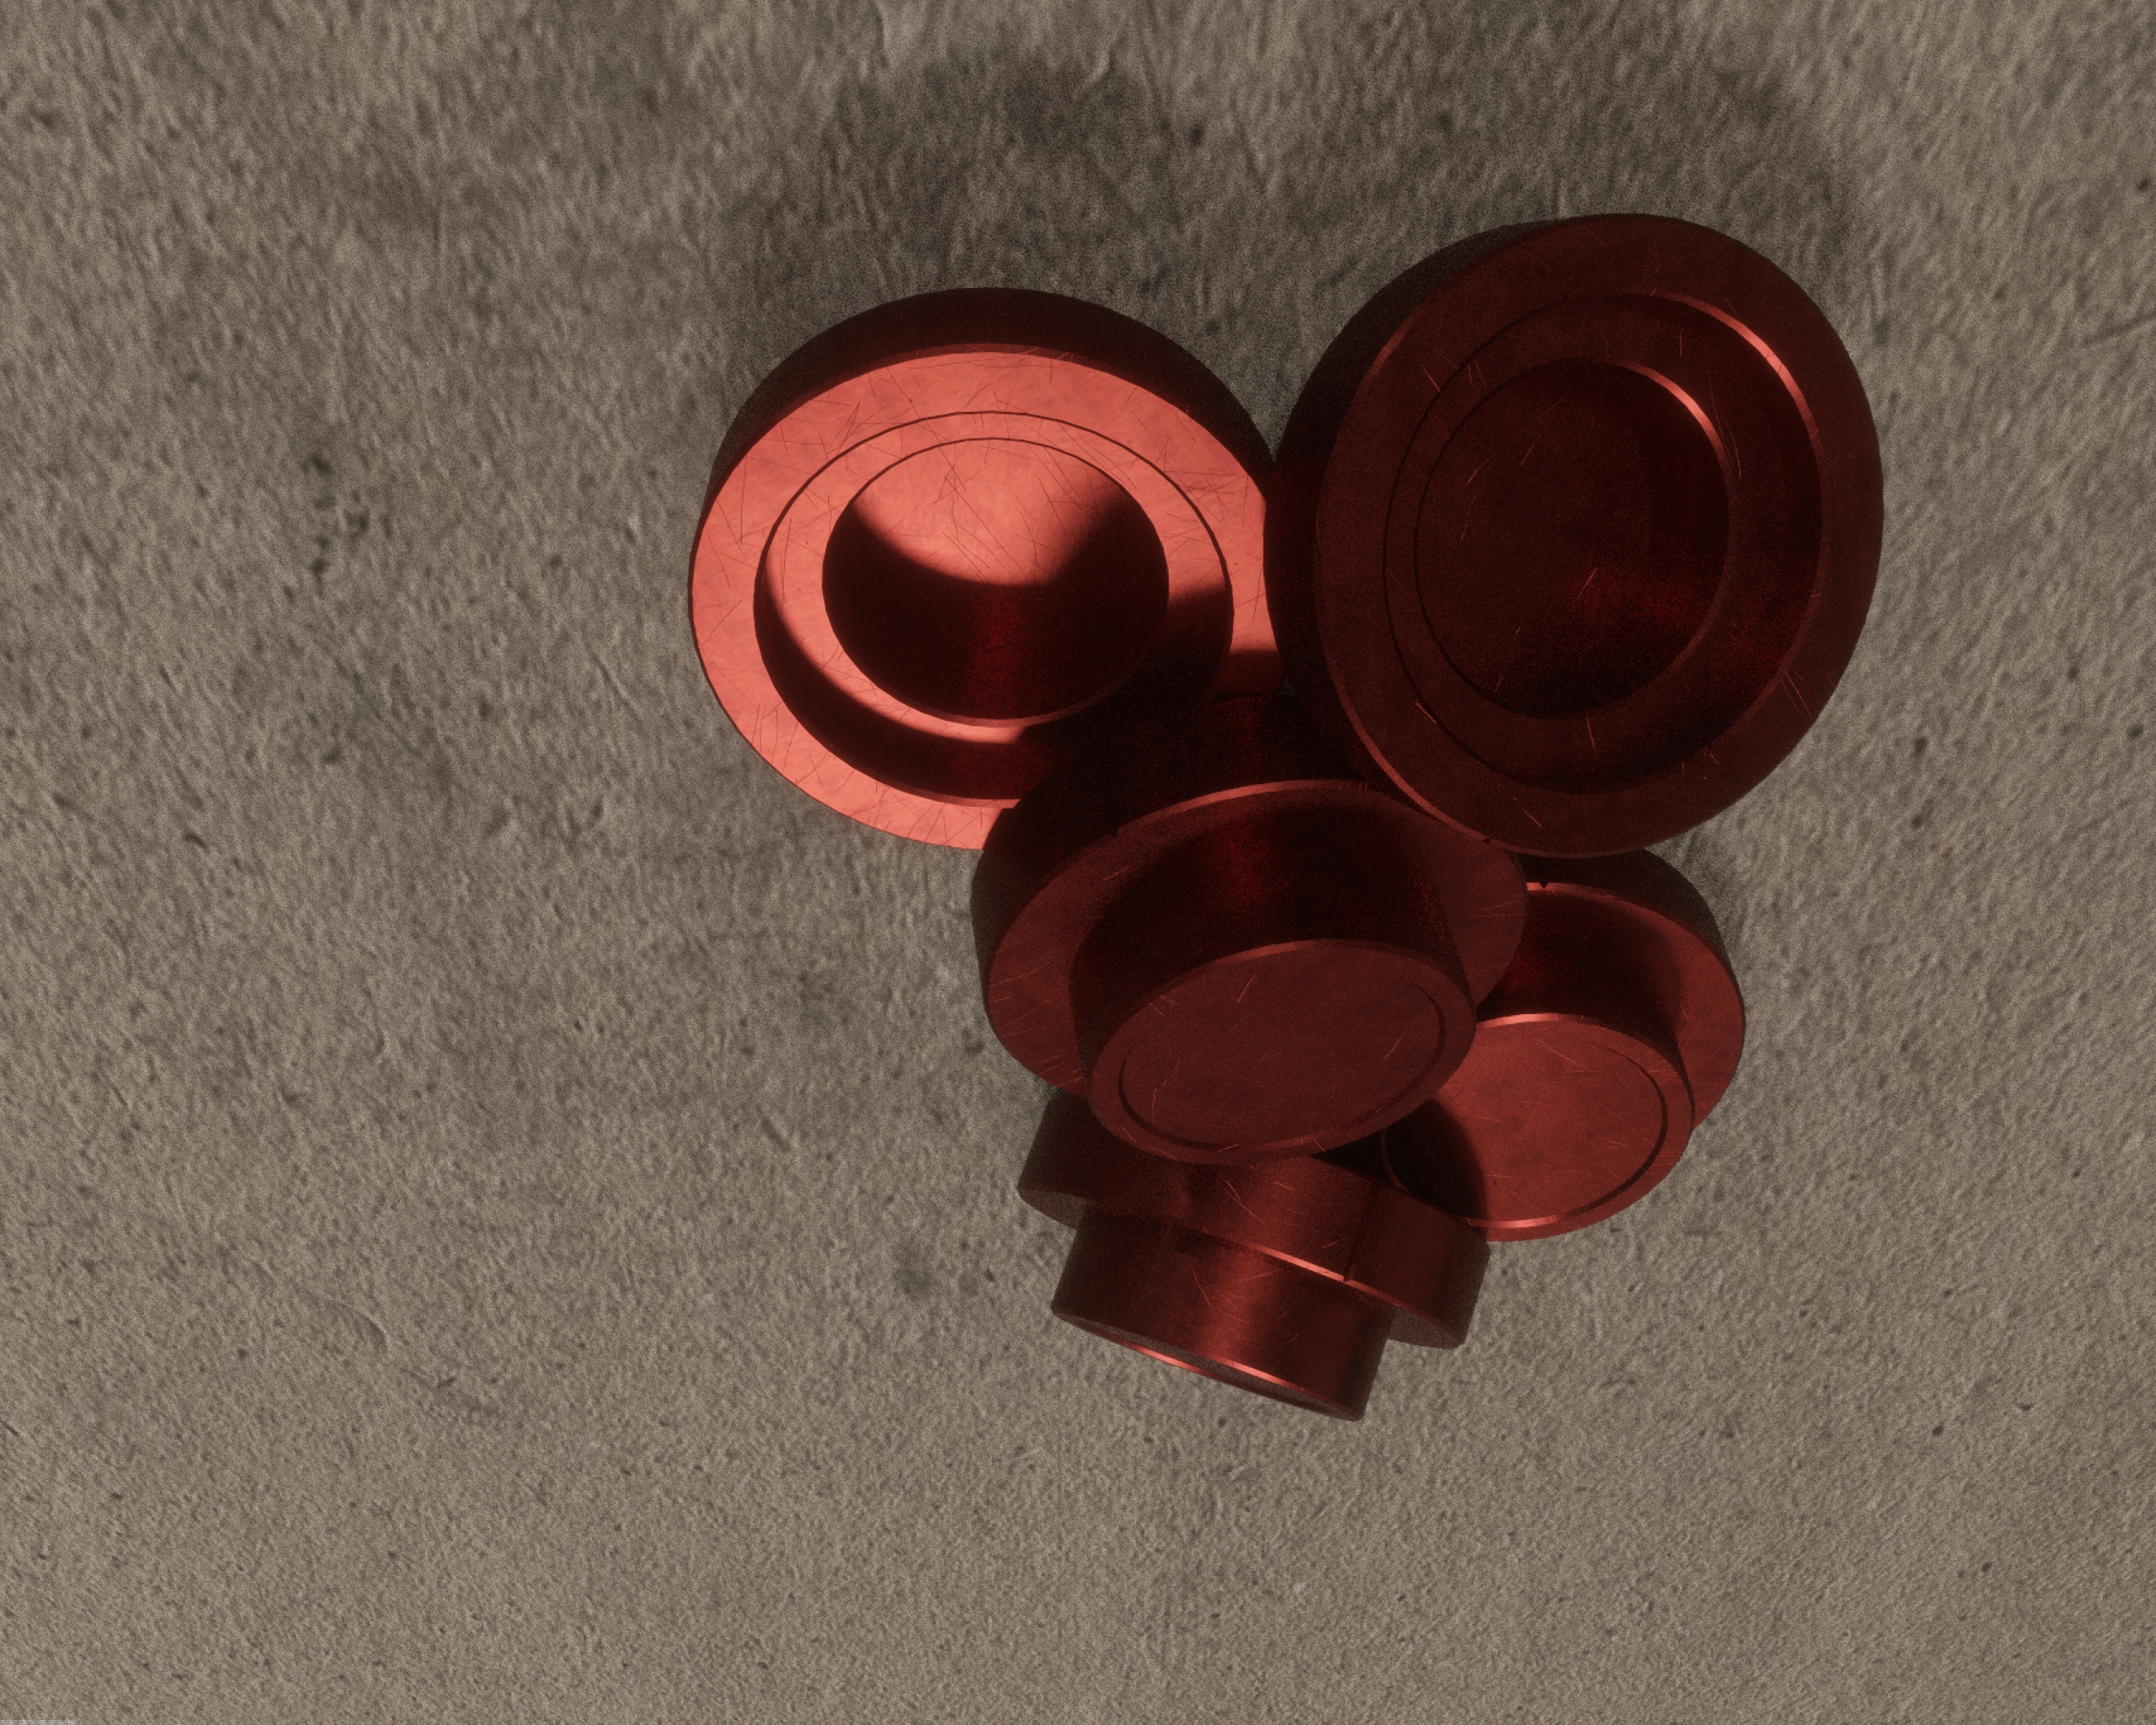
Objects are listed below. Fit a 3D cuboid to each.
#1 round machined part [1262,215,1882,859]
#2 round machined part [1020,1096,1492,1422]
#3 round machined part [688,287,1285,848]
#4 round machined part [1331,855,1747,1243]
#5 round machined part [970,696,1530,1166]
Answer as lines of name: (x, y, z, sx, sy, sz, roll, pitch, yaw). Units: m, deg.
round machined part: (0.075, -0.053, 0.336, 0.099, 0.042, 0.097, -5, 105, -17)
round machined part: (0.033, 0.086, 0.438, 0.098, 0.042, 0.098, 18, 165, 6)
round machined part: (-0.014, -0.052, 0.353, 0.099, 0.042, 0.097, -1, 130, 0)
round machined part: (0.089, 0.042, 0.434, 0.099, 0.042, 0.097, -1, 130, 0)
round machined part: (0.032, 0.019, 0.371, 0.099, 0.042, 0.097, -7, 141, -5)
